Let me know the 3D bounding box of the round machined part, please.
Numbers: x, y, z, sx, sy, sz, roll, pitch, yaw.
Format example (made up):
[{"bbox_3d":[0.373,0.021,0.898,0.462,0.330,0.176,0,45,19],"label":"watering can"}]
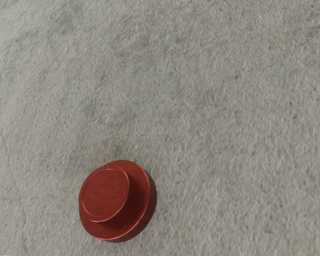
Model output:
[{"bbox_3d":[-0.057,0.083,0.370,0.098,0.042,0.098,-13,56,20],"label":"round machined part"}]
